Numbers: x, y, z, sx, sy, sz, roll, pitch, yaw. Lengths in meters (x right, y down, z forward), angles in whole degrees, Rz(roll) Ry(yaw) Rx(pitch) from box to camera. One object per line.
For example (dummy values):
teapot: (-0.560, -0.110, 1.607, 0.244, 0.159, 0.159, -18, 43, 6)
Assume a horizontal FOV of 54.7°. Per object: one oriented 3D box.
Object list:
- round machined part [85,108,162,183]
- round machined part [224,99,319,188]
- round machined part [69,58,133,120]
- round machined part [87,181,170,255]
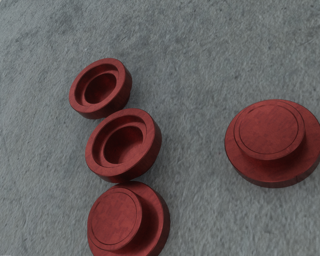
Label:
round machined part: (-0.042, 0.026, 0.394, 0.098, 0.042, 0.098, -15, 50, 19)
round machined part: (0.116, 0.010, 0.325, 0.098, 0.042, 0.098, -13, 56, 20)
round machined part: (-0.084, -0.055, 0.469, 0.098, 0.042, 0.098, -13, 56, 20)
round machined part: (-0.042, 0.106, 0.349, 0.098, 0.042, 0.098, -13, 56, 20)
